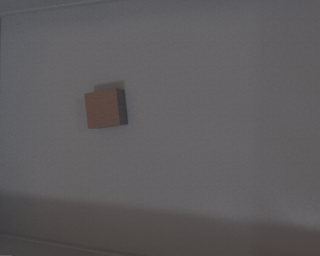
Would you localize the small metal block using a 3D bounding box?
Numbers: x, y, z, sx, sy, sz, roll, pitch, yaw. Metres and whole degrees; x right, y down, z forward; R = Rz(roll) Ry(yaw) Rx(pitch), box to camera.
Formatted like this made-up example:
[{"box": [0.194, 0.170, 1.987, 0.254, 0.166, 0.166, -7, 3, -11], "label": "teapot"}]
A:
[{"box": [-0.076, -0.027, 0.438, 0.050, 0.025, 0.050, -7, 88, 20], "label": "small metal block"}]
